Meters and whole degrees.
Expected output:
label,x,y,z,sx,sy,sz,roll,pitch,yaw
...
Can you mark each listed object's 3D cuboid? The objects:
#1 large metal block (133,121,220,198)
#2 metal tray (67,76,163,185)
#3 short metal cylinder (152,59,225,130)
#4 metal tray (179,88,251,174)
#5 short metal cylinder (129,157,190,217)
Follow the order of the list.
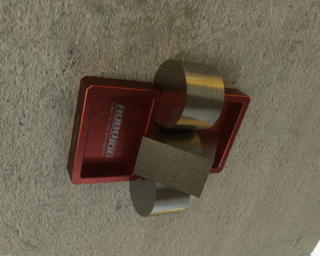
label,x,y,z,sx,sy,sz,roll,pitch,yaw
large metal block,0.023,0.029,0.377,0.080,0.080,0.050,19,115,7
metal tray,-0.057,0.006,0.378,0.091,0.030,0.129,1,118,-29
short metal cylinder,0.030,-0.038,0.366,0.050,0.080,0.079,2,118,-30
metal tray,0.066,0.006,0.445,0.091,0.030,0.129,1,118,-29
short metal cylinder,-0.002,0.076,0.419,0.050,0.080,0.079,2,118,-30
